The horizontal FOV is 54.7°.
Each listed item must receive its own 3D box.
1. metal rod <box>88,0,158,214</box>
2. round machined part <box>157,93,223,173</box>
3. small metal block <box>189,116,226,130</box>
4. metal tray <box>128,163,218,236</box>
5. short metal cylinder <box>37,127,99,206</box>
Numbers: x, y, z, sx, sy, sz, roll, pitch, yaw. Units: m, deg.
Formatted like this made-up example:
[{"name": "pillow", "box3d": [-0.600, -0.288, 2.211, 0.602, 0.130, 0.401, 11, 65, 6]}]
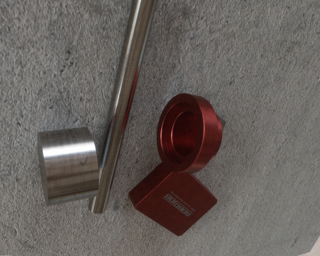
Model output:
[{"name": "metal rod", "box3d": [-0.048, -0.021, 0.368, 0.025, 0.025, 0.298, 2, 118, -30]}, {"name": "round machined part", "box3d": [0.040, 0.008, 0.388, 0.042, 0.098, 0.097, 7, 115, -32]}, {"name": "small metal block", "box3d": [0.060, 0.005, 0.445, 0.050, 0.025, 0.050, 6, 115, -32]}, {"name": "metal tray", "box3d": [0.024, 0.110, 0.487, 0.090, 0.030, 0.130, -43, 130, 1]}, {"name": "short metal cylinder", "box3d": [-0.103, 0.041, 0.341, 0.050, 0.080, 0.079, -7, 122, -25]}]
